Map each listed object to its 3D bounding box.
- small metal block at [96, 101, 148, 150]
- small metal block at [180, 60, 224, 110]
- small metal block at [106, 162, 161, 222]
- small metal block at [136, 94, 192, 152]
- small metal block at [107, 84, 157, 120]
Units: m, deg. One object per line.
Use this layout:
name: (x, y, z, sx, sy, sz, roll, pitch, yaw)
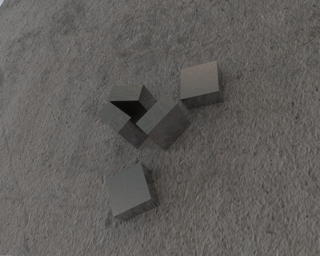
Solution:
small metal block: (-0.049, -0.003, 0.416, 0.050, 0.050, 0.025, 35, 82, 38)
small metal block: (0.055, -0.056, 0.410, 0.050, 0.025, 0.050, -11, 57, 22)
small metal block: (-0.033, 0.077, 0.374, 0.050, 0.025, 0.050, -28, 52, 10)
small metal block: (0.006, -0.005, 0.388, 0.050, 0.050, 0.025, -46, 51, -4)
small metal block: (-0.036, -0.035, 0.428, 0.050, 0.050, 0.025, 1, 63, 29)
